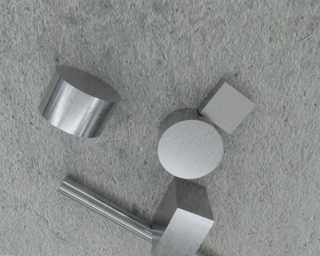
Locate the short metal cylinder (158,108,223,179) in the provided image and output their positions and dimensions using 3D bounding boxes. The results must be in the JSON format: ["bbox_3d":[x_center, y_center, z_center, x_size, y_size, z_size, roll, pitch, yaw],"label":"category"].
[{"bbox_3d":[0.038,0.019,0.404,0.081,0.050,0.079,0,110,0],"label":"short metal cylinder"}]

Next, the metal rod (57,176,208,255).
[{"bbox_3d":[-0.015,0.158,0.467,0.301,0.025,0.025,33,107,-12],"label":"metal rod"}]

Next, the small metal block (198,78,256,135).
[{"bbox_3d":[0.085,-0.028,0.400,0.050,0.025,0.050,34,106,-12],"label":"small metal block"}]

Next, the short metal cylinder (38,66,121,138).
[{"bbox_3d":[-0.094,-0.032,0.368,0.080,0.080,0.050,28,108,-10],"label":"short metal cylinder"}]

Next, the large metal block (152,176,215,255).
[{"bbox_3d":[0.028,0.126,0.427,0.050,0.080,0.079,22,109,-8],"label":"large metal block"}]
